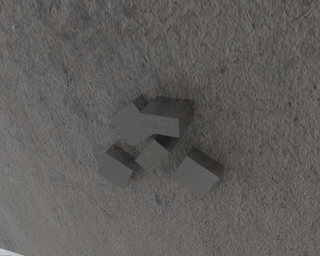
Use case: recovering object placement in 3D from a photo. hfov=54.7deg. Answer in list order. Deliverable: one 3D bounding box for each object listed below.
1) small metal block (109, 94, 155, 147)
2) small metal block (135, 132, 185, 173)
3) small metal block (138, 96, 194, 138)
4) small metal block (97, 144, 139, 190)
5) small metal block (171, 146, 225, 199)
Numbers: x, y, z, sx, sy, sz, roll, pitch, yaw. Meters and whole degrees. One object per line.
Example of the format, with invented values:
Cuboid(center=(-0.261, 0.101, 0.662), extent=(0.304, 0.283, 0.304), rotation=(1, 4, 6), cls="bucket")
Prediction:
Cuboid(center=(-0.031, -0.009, 0.418), extent=(0.050, 0.025, 0.050), rotation=(-32, 101, 38), cls="small metal block")
Cuboid(center=(0.000, 0.024, 0.406), extent=(0.025, 0.050, 0.050), rotation=(41, 129, 0), cls="small metal block")
Cuboid(center=(0.009, -0.015, 0.377), extent=(0.050, 0.050, 0.025), rotation=(9, 122, 23), cls="small metal block")
Cuboid(center=(-0.064, 0.060, 0.478), extent=(0.050, 0.025, 0.050), rotation=(32, 129, 7), cls="small metal block")
Cuboid(center=(0.050, 0.060, 0.418), extent=(0.050, 0.025, 0.050), rotation=(34, 129, 6), cls="small metal block")
